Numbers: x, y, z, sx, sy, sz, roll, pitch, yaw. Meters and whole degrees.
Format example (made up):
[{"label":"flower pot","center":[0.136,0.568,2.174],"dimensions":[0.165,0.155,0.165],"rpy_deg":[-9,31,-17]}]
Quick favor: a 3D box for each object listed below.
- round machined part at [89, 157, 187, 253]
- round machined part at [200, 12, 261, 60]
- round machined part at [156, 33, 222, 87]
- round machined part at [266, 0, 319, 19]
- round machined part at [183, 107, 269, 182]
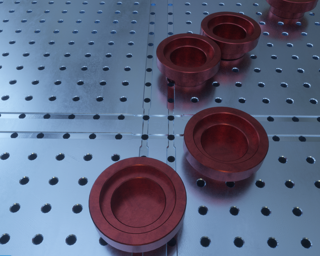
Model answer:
[{"label":"round machined part","center":[-0.022,0.082,0.328],"dimensions":[0.099,0.042,0.098],"rpy_deg":[0,50,0]},{"label":"round machined part","center":[0.116,-0.153,0.525],"dimensions":[0.099,0.042,0.098],"rpy_deg":[1,49,-1]},{"label":"round machined part","center":[0.044,-0.102,0.483],"dimensions":[0.099,0.042,0.098],"rpy_deg":[0,50,0]},{"label":"round machined part","center":[0.256,-0.251,0.609],"dimensions":[0.099,0.042,0.098],"rpy_deg":[0,50,0]},{"label":"round machined part","center":[0.077,0.023,0.378],"dimensions":[0.099,0.042,0.098],"rpy_deg":[0,50,0]}]
